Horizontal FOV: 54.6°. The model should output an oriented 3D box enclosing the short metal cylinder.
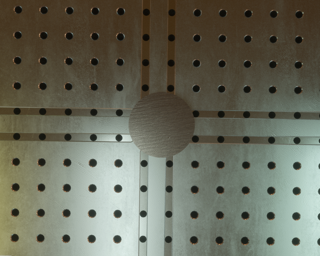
[{"bbox_3d":[0.002,-0.004,0.401,0.080,0.050,0.080,0,90,0],"label":"short metal cylinder"}]
